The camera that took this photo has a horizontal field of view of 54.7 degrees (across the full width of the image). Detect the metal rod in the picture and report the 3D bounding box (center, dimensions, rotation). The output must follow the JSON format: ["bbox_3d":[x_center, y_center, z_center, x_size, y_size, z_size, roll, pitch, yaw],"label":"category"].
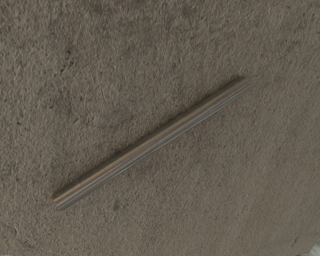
[{"bbox_3d":[-0.005,0.016,0.418,0.301,0.025,0.025,-32,129,-8],"label":"metal rod"}]
